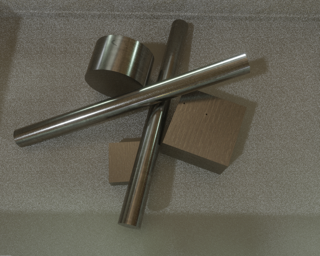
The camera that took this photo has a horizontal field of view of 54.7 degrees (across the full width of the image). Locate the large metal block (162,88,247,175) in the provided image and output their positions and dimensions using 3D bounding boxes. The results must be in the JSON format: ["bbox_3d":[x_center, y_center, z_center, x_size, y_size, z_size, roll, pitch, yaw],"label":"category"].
[{"bbox_3d":[0.055,0.004,0.396,0.080,0.050,0.080,20,71,6],"label":"large metal block"}]

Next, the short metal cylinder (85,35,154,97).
[{"bbox_3d":[-0.052,-0.077,0.408,0.080,0.080,0.050,11,71,4],"label":"short metal cylinder"}]

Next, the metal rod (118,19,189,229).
[{"bbox_3d":[-0.001,-0.025,0.398,0.025,0.025,0.300,12,63,4],"label":"metal rod"}]

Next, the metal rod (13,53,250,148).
[{"bbox_3d":[-0.040,-0.031,0.384,0.301,0.025,0.025,-18,71,7],"label":"metal rod"}]

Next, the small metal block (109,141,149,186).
[{"bbox_3d":[-0.038,0.045,0.393,0.050,0.025,0.050,-3,70,-2],"label":"small metal block"}]
